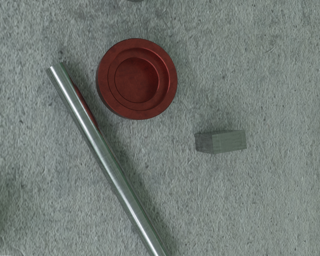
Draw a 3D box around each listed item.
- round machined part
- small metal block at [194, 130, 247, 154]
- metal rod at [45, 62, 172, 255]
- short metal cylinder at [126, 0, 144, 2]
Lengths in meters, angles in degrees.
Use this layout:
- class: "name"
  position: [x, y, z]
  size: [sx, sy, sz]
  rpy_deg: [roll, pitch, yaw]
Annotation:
- class: "round machined part"
  position: [-0.031, -0.059, 0.388]
  size: [0.099, 0.042, 0.097]
  rpy_deg: [0, 90, -20]
- class: "small metal block"
  position: [0.082, 0.018, 0.426]
  size: [0.050, 0.050, 0.025]
  rpy_deg: [-8, 93, -20]
- class: "metal rod"
  position: [-0.055, 0.059, 0.388]
  size: [0.025, 0.025, 0.299]
  rpy_deg: [-30, 100, -17]
- class: "short metal cylinder"
  position: [-0.039, -0.197, 0.365]
  size: [0.080, 0.080, 0.050]
  rpy_deg: [30, 80, -18]
